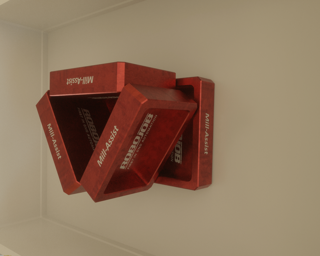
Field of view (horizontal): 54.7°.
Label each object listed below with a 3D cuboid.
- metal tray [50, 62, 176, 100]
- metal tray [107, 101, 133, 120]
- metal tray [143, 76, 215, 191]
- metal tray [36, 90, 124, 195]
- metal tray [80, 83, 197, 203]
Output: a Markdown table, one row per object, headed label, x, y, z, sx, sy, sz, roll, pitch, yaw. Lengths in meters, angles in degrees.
| label | x | y | z | sx | sy | sz | roll | pitch | yaw |
| --- | --- | --- | --- | --- | --- | --- | --- | --- | --- |
| metal tray | -0.058 | -0.052 | 0.370 | 0.130 | 0.091 | 0.030 | 3 | 92 | 40 |
| metal tray | -0.050 | 0.003 | 0.445 | 0.090 | 0.030 | 0.129 | 1 | 90 | 40 |
| metal tray | 0.020 | 0.005 | 0.386 | 0.090 | 0.030 | 0.129 | 2 | 90 | 40 |
| metal tray | -0.096 | 0.015 | 0.402 | 0.030 | 0.091 | 0.130 | -39 | 67 | 34 |
| metal tray | -0.023 | 0.018 | 0.341 | 0.030 | 0.091 | 0.129 | 43 | 116 | 32 |
